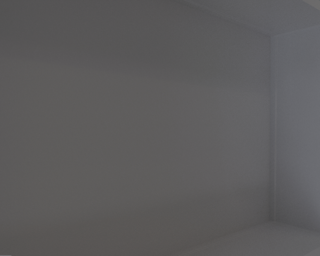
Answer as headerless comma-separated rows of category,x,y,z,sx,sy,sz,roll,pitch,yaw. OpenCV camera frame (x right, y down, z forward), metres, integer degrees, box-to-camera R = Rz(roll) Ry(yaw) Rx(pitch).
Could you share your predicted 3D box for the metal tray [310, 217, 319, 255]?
metal tray,0.405,0.281,0.746,0.091,0.030,0.129,-31,109,-36
